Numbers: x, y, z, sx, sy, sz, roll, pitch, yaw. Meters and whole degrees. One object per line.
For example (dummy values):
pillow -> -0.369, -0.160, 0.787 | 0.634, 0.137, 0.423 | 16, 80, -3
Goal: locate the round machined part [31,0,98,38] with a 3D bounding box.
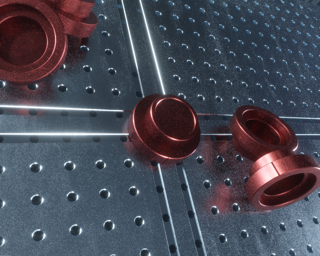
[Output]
round machined part -> -0.125, -0.166, 0.407 | 0.098, 0.042, 0.098 | 30, 27, -17

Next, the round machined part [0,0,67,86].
round machined part -> -0.156, -0.097, 0.354 | 0.099, 0.042, 0.097 | 0, 89, -12

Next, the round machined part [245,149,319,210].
round machined part -> 0.158, 0.065, 0.409 | 0.099, 0.097, 0.042 | 6, 43, -25

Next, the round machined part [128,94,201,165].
round machined part -> 0.011, -0.005, 0.406 | 0.099, 0.042, 0.098 | 13, 56, -21

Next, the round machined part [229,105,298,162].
round machined part -> 0.145, 0.014, 0.455 | 0.099, 0.042, 0.098 | 15, 38, -12
